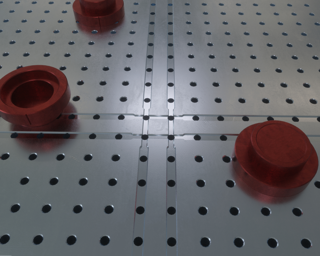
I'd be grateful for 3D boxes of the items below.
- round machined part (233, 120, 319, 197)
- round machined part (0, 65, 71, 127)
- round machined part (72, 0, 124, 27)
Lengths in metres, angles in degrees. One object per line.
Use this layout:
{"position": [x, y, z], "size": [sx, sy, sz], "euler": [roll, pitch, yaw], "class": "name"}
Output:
{"position": [0.140, 0.029, 0.373], "size": [0.099, 0.042, 0.098], "euler": [0, 50, 0], "class": "round machined part"}
{"position": [-0.173, -0.040, 0.430], "size": [0.099, 0.042, 0.098], "euler": [0, 50, 0], "class": "round machined part"}
{"position": [-0.119, -0.241, 0.599], "size": [0.099, 0.042, 0.098], "euler": [0, 50, 0], "class": "round machined part"}
